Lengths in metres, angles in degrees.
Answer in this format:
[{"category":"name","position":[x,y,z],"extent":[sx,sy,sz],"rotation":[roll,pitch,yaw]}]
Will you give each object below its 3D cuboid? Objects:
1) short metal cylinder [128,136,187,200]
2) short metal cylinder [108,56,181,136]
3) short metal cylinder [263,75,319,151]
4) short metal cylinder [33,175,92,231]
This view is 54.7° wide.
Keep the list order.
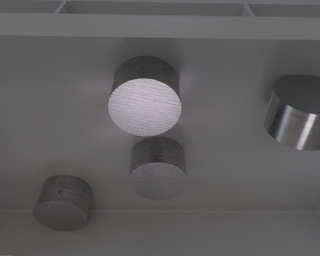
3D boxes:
[{"category":"short metal cylinder","position":[-0.003,0.058,0.442],"extent":[0.081,0.050,0.079],"rotation":[0,130,0]},{"category":"short metal cylinder","position":[-0.017,-0.036,0.361],"extent":[0.081,0.050,0.079],"rotation":[0,130,0]},{"category":"short metal cylinder","position":[0.167,-0.019,0.358],"extent":[0.081,0.080,0.050],"rotation":[1,130,-1]},{"category":"short metal cylinder","position":[-0.152,0.120,0.493],"extent":[0.081,0.050,0.079],"rotation":[0,130,0]}]
